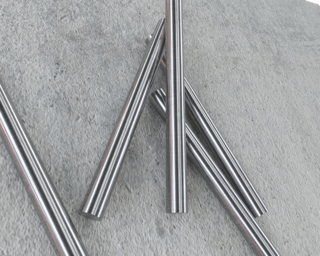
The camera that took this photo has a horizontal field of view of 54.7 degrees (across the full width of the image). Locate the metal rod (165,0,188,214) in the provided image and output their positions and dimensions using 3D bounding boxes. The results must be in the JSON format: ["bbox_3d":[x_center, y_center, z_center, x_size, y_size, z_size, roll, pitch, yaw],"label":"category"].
[{"bbox_3d":[0.020,-0.044,0.403,0.025,0.025,0.299,9,69,-24],"label":"metal rod"}]

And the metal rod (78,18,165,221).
[{"bbox_3d":[-0.031,-0.033,0.389,0.025,0.025,0.300,26,58,-13],"label":"metal rod"}]

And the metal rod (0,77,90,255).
[{"bbox_3d":[-0.125,0.047,0.307,0.025,0.025,0.299,-22,74,-36],"label":"metal rod"}]

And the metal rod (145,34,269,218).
[{"bbox_3d":[0.060,-0.013,0.443,0.025,0.025,0.299,-19,72,-35],"label":"metal rod"}]

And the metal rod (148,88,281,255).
[{"bbox_3d":[0.077,0.074,0.399,0.025,0.025,0.299,-26,76,-37],"label":"metal rod"}]
